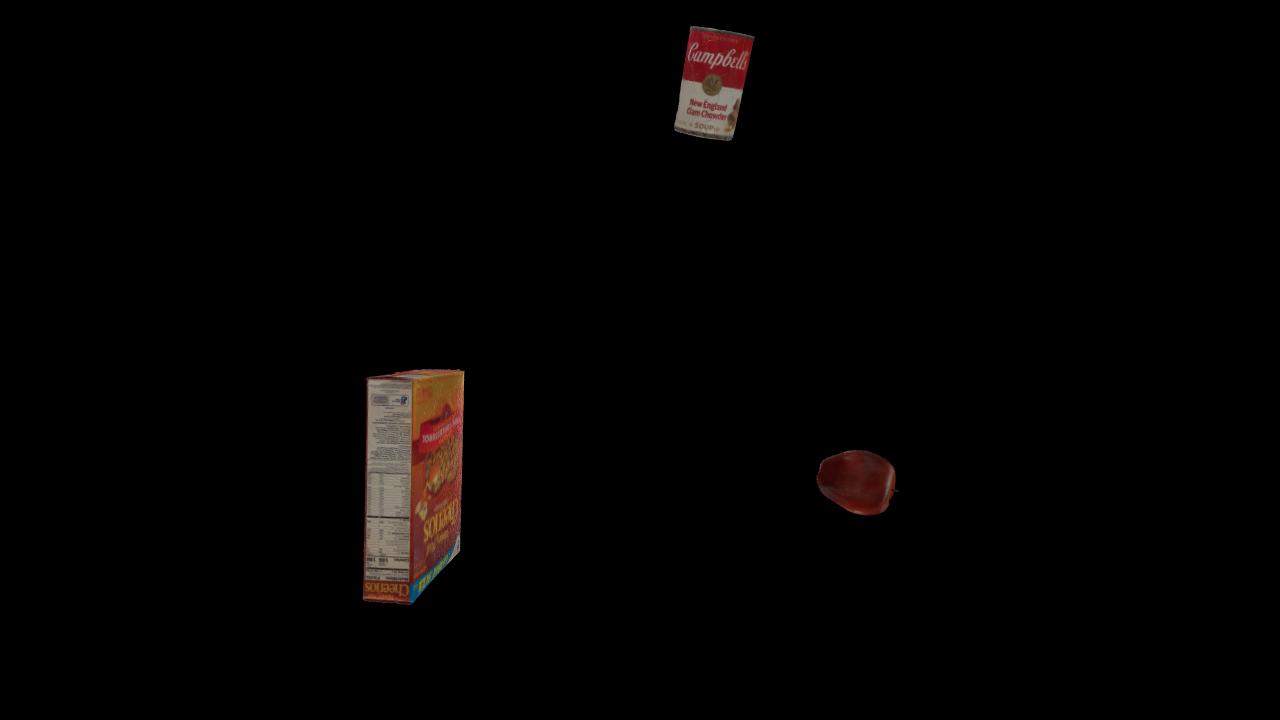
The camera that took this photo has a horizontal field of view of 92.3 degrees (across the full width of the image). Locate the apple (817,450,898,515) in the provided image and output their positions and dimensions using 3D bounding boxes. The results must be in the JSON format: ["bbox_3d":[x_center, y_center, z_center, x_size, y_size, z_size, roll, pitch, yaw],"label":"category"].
[{"bbox_3d":[0.266,0.147,0.749,0.093,0.079,0.079,9,5,32],"label":"apple"}]

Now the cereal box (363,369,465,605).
[{"bbox_3d":[-0.326,0.170,0.908,0.081,0.306,0.203,1,2,2],"label":"cereal box"}]

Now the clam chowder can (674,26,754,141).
[{"bbox_3d":[0.077,-0.292,0.652,0.068,0.102,0.068,8,27,-4],"label":"clam chowder can"}]
